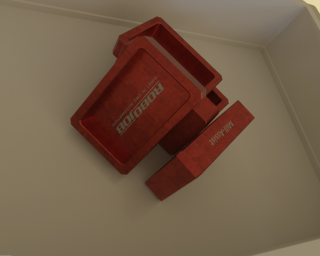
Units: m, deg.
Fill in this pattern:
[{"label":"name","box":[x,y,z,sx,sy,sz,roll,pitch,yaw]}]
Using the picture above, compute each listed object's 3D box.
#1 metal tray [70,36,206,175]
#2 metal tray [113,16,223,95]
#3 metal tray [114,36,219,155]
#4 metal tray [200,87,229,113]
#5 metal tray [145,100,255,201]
[{"label":"metal tray","box":[-0.026,-0.023,0.339,0.090,0.130,0.030,45,20,2]},{"label":"metal tray","box":[0.012,-0.085,0.422,0.130,0.030,0.090,45,51,3]},{"label":"metal tray","box":[-0.003,-0.037,0.383,0.130,0.090,0.030,45,51,2]},{"label":"metal tray","box":[0.028,-0.057,0.453,0.130,0.030,0.091,46,52,5]},{"label":"metal tray","box":[0.049,0.026,0.374,0.030,0.090,0.131,49,51,5]}]
